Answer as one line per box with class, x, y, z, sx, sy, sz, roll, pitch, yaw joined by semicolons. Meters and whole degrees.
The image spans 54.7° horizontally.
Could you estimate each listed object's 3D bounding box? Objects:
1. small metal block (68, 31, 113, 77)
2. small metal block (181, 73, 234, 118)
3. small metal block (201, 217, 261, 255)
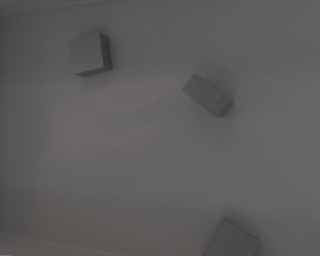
small metal block;-0.100;-0.105;0.446;0.050;0.025;0.050;-10;87;19
small metal block;0.059;-0.038;0.376;0.050;0.050;0.025;41;103;15
small metal block;0.086;0.144;0.374;0.050;0.025;0.050;29;85;17
